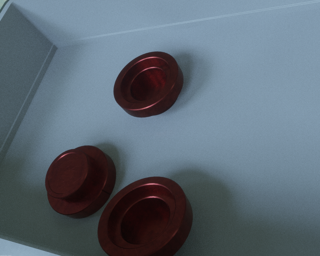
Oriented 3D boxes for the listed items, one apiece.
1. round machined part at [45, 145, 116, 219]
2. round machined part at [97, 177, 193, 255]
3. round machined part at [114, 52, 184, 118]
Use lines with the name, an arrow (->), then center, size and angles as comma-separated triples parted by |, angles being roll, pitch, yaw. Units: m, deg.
round machined part -> -0.112, 0.067, 0.413 | 0.098, 0.042, 0.098 | -13, 56, 21
round machined part -> -0.012, 0.102, 0.326 | 0.098, 0.042, 0.098 | -18, 35, 14
round machined part -> -0.012, -0.056, 0.436 | 0.098, 0.042, 0.098 | -13, 56, 21
